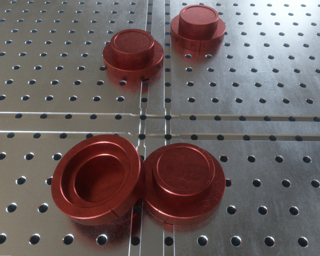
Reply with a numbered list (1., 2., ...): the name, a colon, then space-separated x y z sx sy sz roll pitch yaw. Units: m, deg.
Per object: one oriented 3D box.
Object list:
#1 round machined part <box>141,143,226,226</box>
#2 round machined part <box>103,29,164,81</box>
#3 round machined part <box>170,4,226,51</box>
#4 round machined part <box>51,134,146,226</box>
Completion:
1. round machined part: 0.025 0.055 0.350 0.099 0.042 0.098 0 50 0
2. round machined part: -0.043 -0.124 0.500 0.099 0.042 0.098 0 50 0
3. round machined part: 0.068 -0.184 0.552 0.099 0.042 0.098 0 50 0
4. round machined part: -0.062 0.058 0.337 0.098 0.042 0.098 -8 52 11
